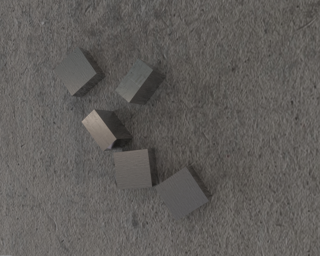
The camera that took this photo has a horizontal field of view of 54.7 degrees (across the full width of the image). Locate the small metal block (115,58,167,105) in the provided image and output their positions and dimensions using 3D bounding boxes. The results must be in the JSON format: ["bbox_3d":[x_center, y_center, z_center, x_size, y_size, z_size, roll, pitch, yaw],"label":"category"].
[{"bbox_3d":[-0.024,-0.059,0.404,0.025,0.050,0.050,41,103,15],"label":"small metal block"}]

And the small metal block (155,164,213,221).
[{"bbox_3d":[0.031,0.082,0.398,0.050,0.025,0.050,-37,79,16],"label":"small metal block"}]

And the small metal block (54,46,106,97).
[{"bbox_3d":[-0.116,-0.080,0.450,0.050,0.025,0.050,-39,78,16],"label":"small metal block"}]

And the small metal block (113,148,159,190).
[{"bbox_3d":[-0.032,0.055,0.420,0.050,0.025,0.050,-8,87,19],"label":"small metal block"}]

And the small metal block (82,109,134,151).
[{"bbox_3d":[-0.070,0.003,0.420,0.025,0.050,0.050,-42,77,15],"label":"small metal block"}]
